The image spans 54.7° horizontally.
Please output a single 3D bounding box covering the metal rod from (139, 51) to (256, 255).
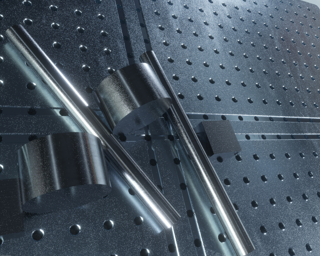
[{"bbox_3d":[0.042,0.021,0.417,0.025,0.025,0.299,-13,69,-34],"label":"metal rod"}]

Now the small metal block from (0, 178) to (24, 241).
[{"bbox_3d":[-0.153,0.076,0.280,0.050,0.025,0.050,-2,63,-29],"label":"small metal block"}]

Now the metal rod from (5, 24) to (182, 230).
[{"bbox_3d":[-0.083,-0.006,0.366,0.300,0.025,0.025,49,51,6],"label":"metal rod"}]

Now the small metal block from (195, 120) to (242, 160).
[{"bbox_3d":[0.081,0.017,0.441,0.050,0.025,0.050,-4,64,-30],"label":"small metal block"}]

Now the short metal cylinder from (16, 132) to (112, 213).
[{"bbox_3d":[-0.091,0.044,0.297,0.081,0.080,0.050,-3,64,-30],"label":"short metal cylinder"}]

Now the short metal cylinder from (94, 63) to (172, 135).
[{"bbox_3d":[-0.032,-0.034,0.376,0.081,0.080,0.050,-21,73,-36],"label":"short metal cylinder"}]
